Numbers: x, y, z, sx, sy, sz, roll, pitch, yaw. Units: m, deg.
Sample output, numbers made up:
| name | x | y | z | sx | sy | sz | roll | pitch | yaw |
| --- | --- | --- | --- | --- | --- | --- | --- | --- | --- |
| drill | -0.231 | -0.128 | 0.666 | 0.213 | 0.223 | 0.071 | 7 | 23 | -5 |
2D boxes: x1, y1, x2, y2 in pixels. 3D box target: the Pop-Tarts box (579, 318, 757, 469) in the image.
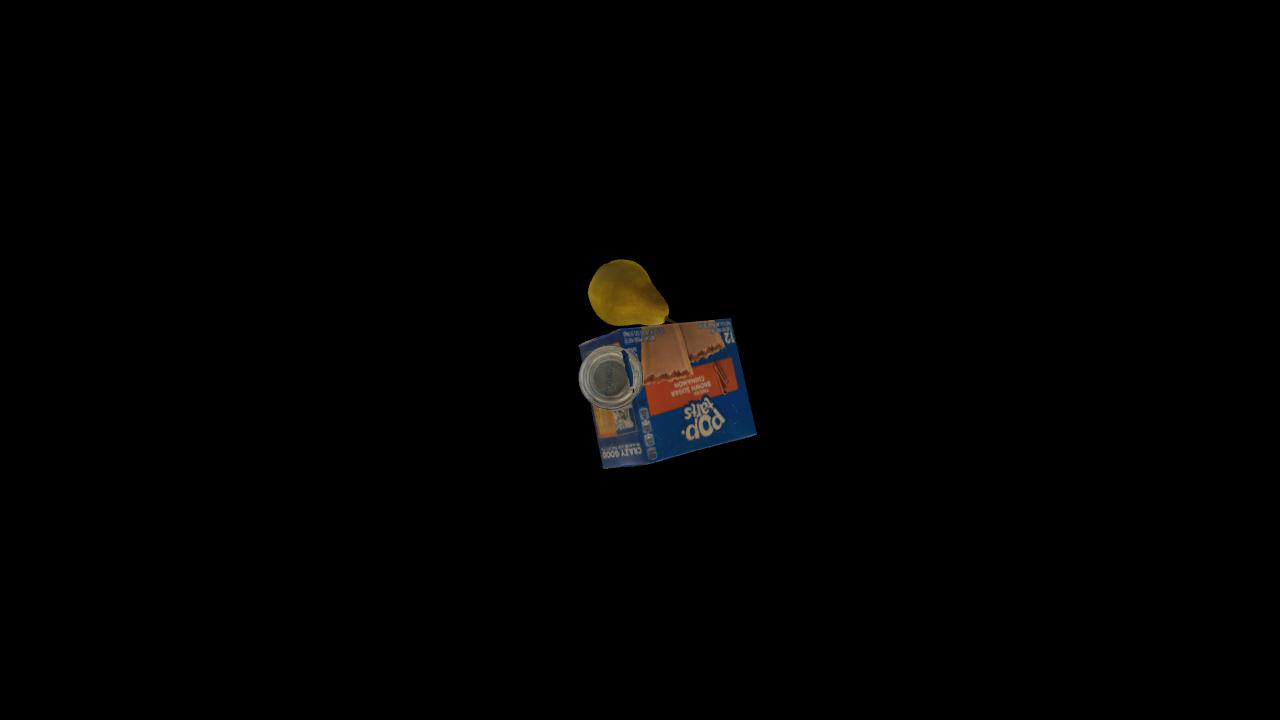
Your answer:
| name | x | y | z | sx | sy | sz | roll | pitch | yaw |
| --- | --- | --- | --- | --- | --- | --- | --- | --- | --- |
| Pop-Tarts box | 0.034 | 0.034 | 0.689 | 0.167 | 0.141 | 0.083 | -7 | -6 | -38 |

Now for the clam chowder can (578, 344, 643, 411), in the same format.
| name | x | y | z | sx | sy | sz | roll | pitch | yaw |
| --- | --- | --- | --- | --- | --- | --- | --- | --- | --- |
| clam chowder can | -0.025 | 0.023 | 0.661 | 0.068 | 0.068 | 0.102 | 0 | -8 | 5 |

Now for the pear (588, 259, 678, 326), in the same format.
| name | x | y | z | sx | sy | sz | roll | pitch | yaw |
| --- | --- | --- | --- | --- | --- | --- | --- | --- | --- |
| pear | -0.004 | -0.065 | 0.691 | 0.111 | 0.080 | 0.080 | 28 | 15 | 31 |
